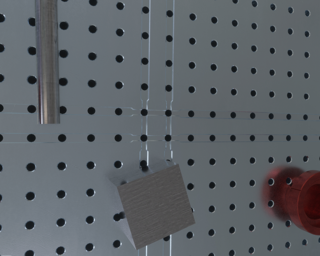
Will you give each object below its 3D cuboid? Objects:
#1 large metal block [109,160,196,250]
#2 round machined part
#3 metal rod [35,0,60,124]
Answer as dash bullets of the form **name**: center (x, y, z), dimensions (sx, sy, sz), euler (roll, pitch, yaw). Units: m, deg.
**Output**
- **large metal block**: center (-0.011, 0.094, 0.395), dimensions (0.081, 0.050, 0.080), euler (-18, 96, -19)
- **round machined part**: center (0.241, 0.115, 0.493), dimensions (0.099, 0.042, 0.097), euler (0, 90, -20)
- **metal rod**: center (-0.133, -0.154, 0.362), dimensions (0.025, 0.025, 0.298), euler (-1, 91, -20)
